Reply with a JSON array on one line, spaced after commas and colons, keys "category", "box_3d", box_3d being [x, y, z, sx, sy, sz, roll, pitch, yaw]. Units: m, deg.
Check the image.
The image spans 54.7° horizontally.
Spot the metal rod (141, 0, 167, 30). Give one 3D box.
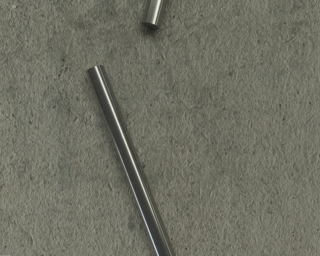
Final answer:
[{"category": "metal rod", "box_3d": [0.026, -0.279, 0.410, 0.025, 0.025, 0.298, 15, 90, -1]}]

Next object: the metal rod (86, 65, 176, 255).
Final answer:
[{"category": "metal rod", "box_3d": [-0.033, 0.062, 0.409, 0.025, 0.025, 0.299, -21, 90, 0]}]
